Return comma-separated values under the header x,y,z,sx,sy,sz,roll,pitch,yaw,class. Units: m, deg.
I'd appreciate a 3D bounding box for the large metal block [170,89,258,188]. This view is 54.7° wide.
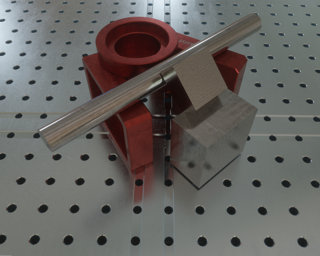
x,y,z,sx,sy,sz,roll,pitch,yaw,class
0.059,0.010,0.360,0.080,0.080,0.050,-34,58,-25,large metal block

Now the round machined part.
x,y,z,sx,sy,sz,roll,pitch,yaw,class
-0.027,-0.094,0.385,0.099,0.042,0.098,0,50,0,round machined part

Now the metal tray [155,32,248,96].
x,y,z,sx,sy,sz,roll,pitch,yaw,class
0.046,-0.076,0.429,0.130,0.089,0.030,25,55,19,metal tray

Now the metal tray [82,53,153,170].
x,y,z,sx,sy,sz,roll,pitch,yaw,class
-0.053,-0.023,0.384,0.030,0.089,0.130,-23,54,-18,metal tray

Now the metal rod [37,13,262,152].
x,y,z,sx,sy,sz,roll,pitch,yaw,class
0.010,-0.064,0.344,0.302,0.025,0.025,-33,58,-25,metal rod

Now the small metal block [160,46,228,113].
x,y,z,sx,sy,sz,roll,pitch,yaw,class
0.037,-0.051,0.328,0.050,0.050,0.025,-35,14,-26,small metal block
